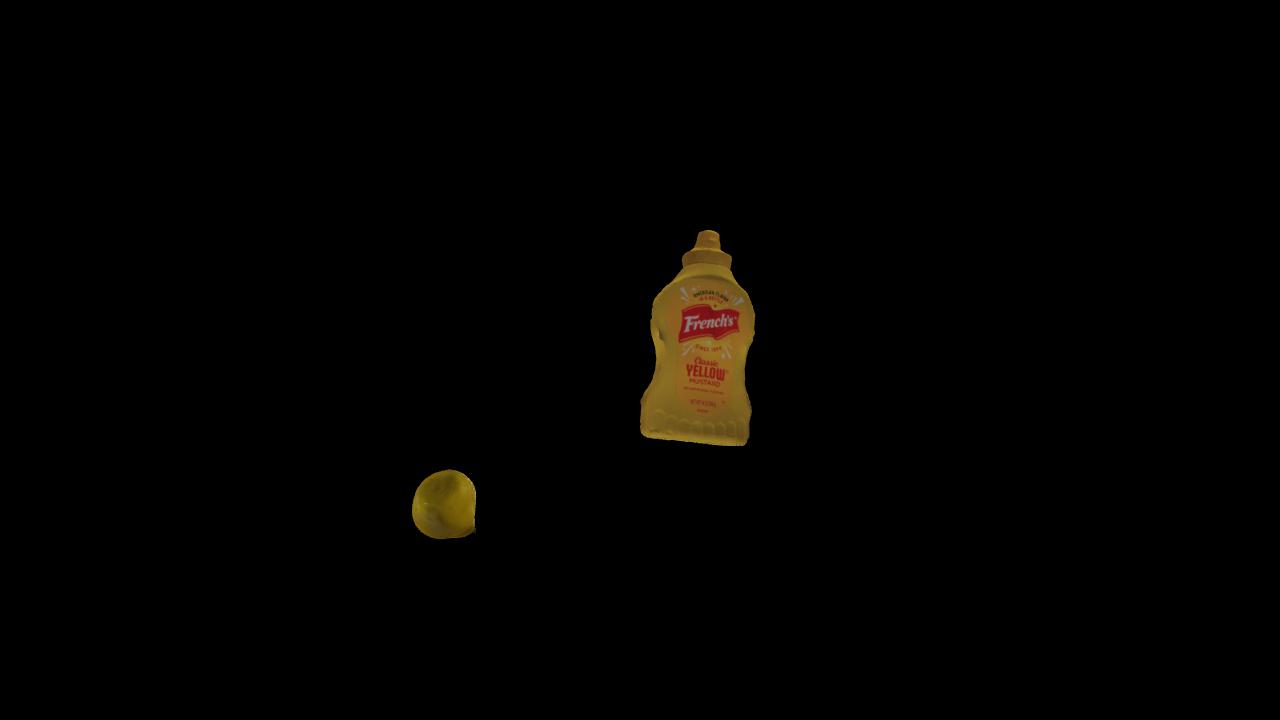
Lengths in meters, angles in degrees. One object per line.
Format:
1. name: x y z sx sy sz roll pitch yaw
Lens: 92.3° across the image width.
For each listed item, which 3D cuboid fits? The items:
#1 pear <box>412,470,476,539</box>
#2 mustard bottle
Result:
1. pear: -0.225 0.187 0.736 0.080 0.111 0.080 -8 37 6
2. mustard bottle: 0.052 -0.022 0.523 0.092 0.184 0.054 6 -10 -3
